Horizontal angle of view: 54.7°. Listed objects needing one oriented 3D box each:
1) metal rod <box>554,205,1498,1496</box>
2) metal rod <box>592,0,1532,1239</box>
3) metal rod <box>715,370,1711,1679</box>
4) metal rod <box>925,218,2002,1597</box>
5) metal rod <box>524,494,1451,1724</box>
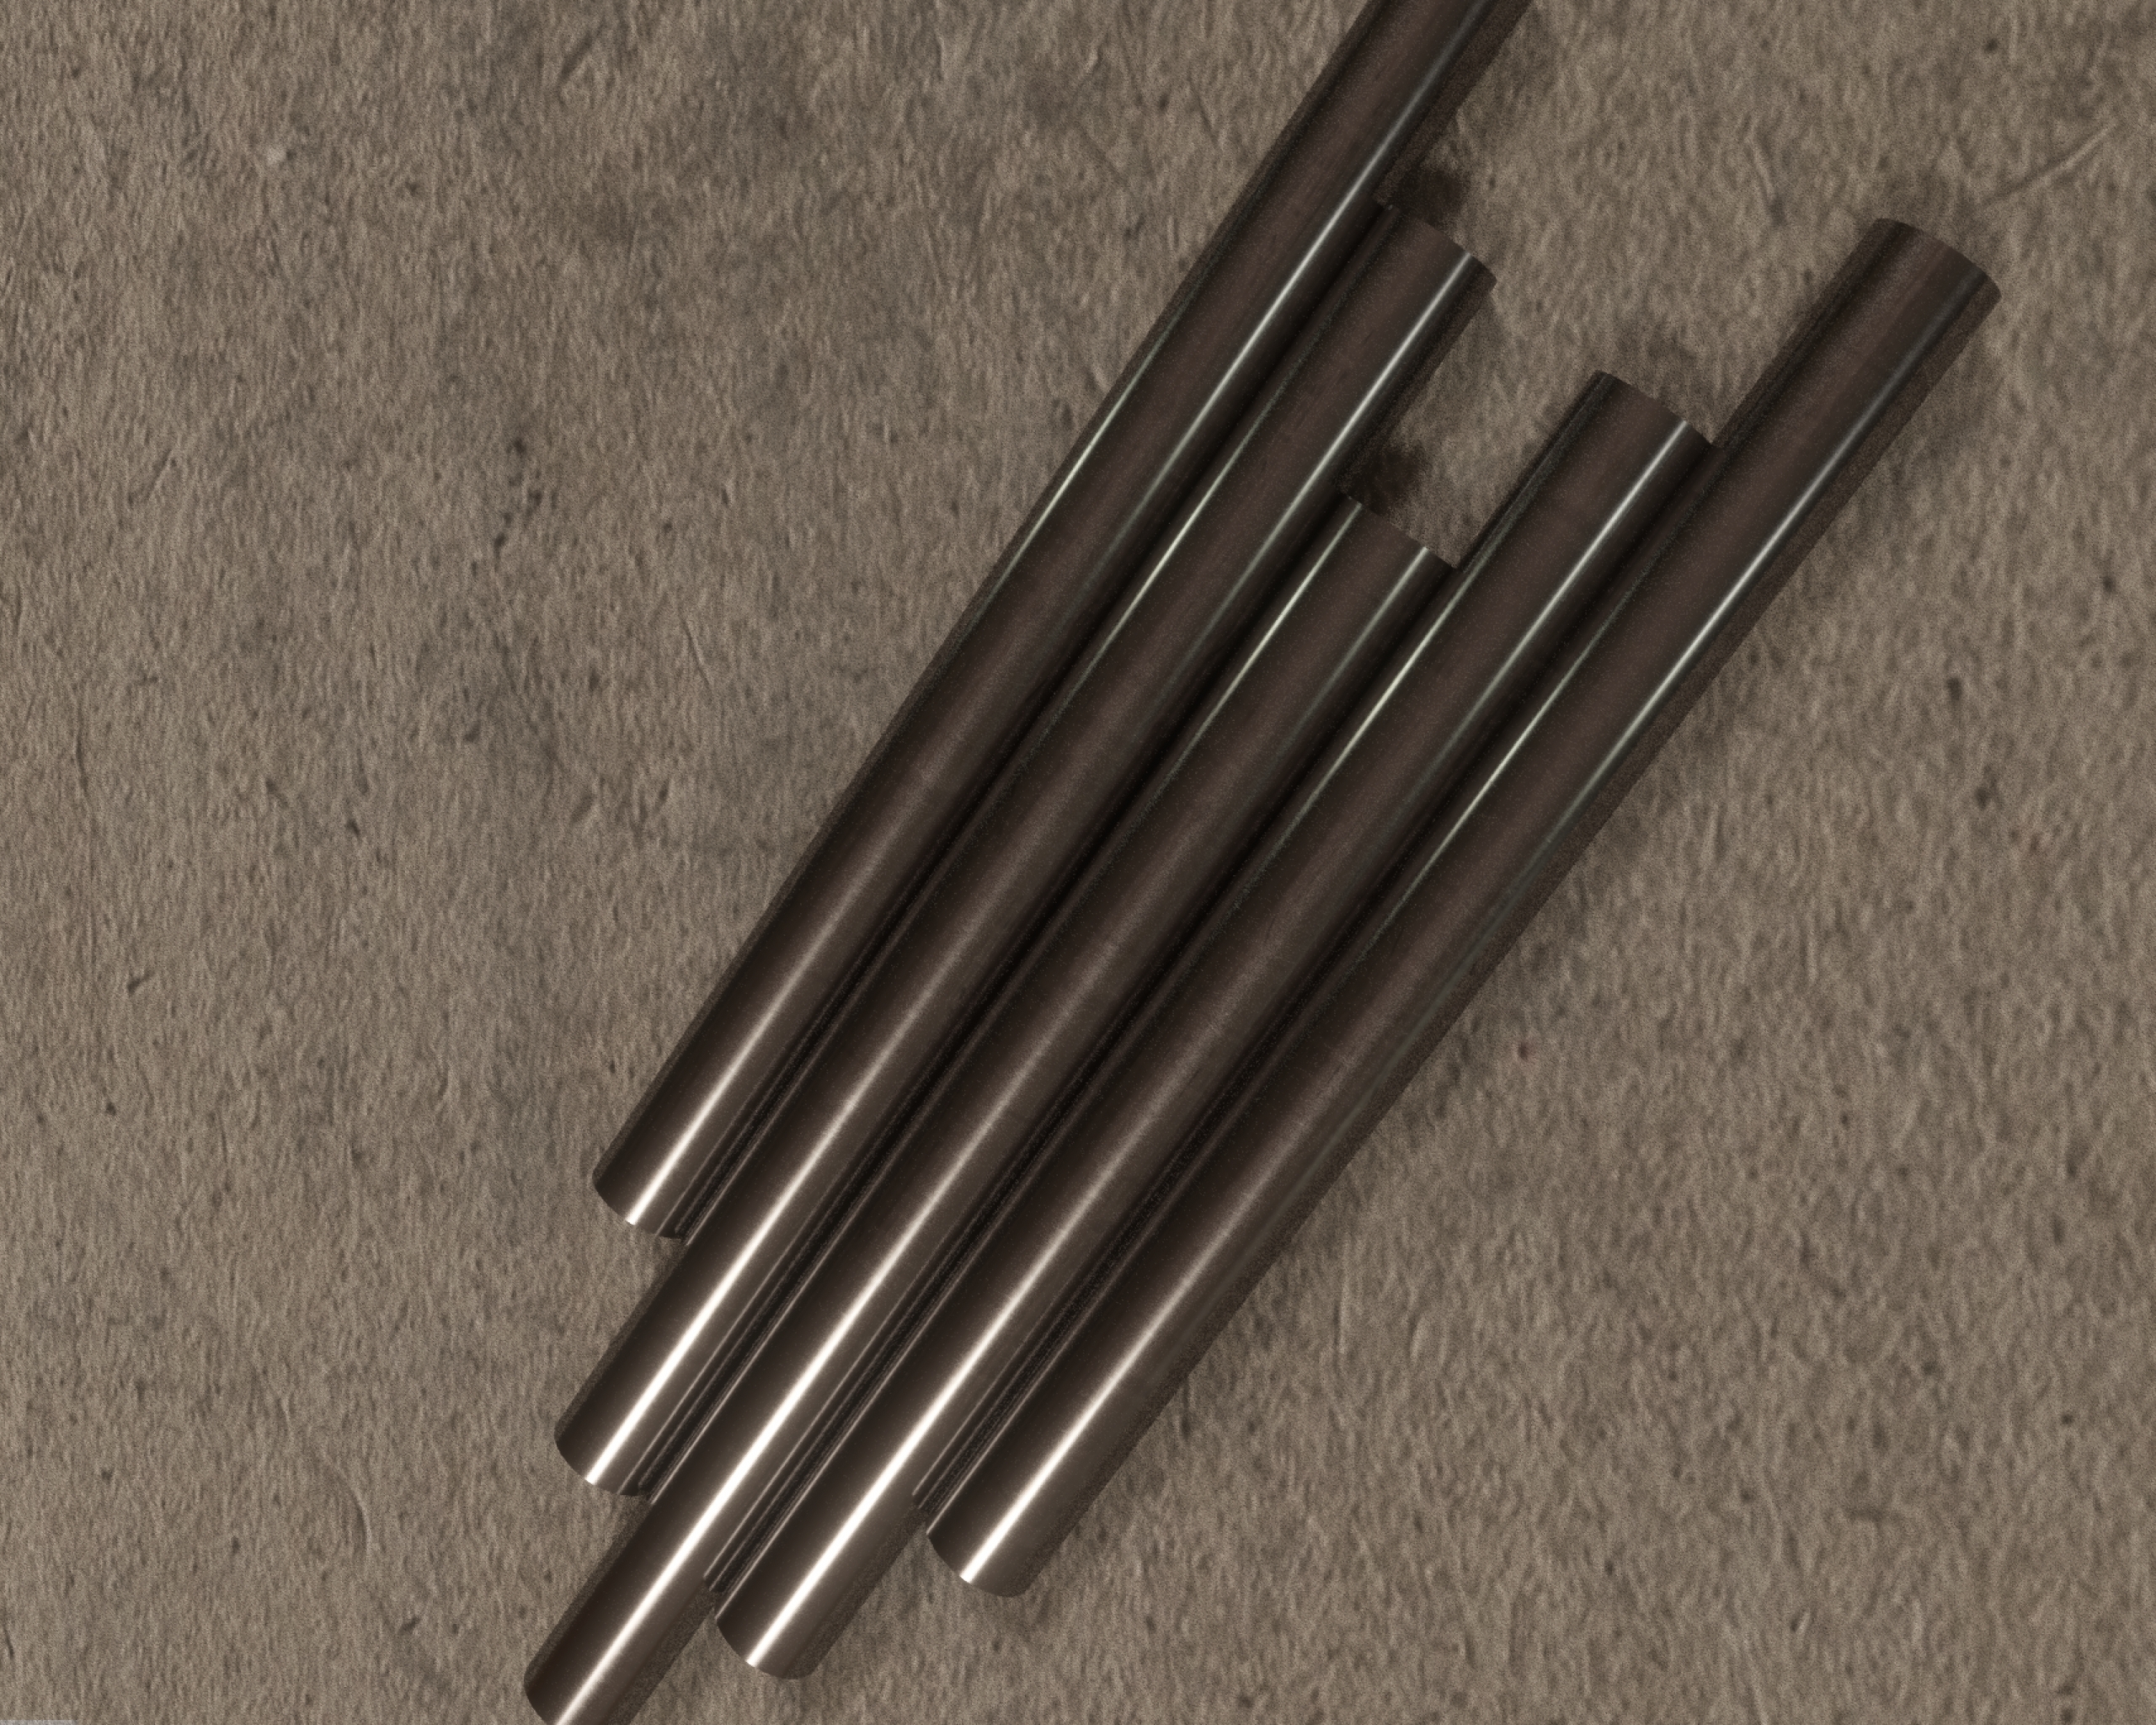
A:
[{"bbox_3d":[-0.016,0.006,0.415,0.025,0.025,0.299,38,102,15],"label":"metal rod"},{"bbox_3d":[-0.008,-0.049,0.412,0.025,0.025,0.299,38,102,15],"label":"metal rod"},{"bbox_3d":[0.019,0.039,0.402,0.025,0.025,0.299,38,102,15],"label":"metal rod"},{"bbox_3d":[0.064,0.017,0.387,0.025,0.025,0.299,38,102,15],"label":"metal rod"},{"bbox_3d":[-0.023,0.059,0.418,0.025,0.025,0.299,38,102,15],"label":"metal rod"}]
